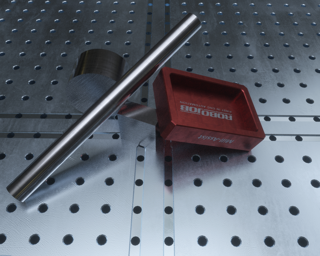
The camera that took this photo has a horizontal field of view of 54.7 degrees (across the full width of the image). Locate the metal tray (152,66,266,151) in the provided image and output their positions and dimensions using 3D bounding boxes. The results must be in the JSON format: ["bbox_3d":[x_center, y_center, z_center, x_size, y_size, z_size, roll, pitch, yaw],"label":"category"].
[{"bbox_3d":[0.060,-0.023,0.388,0.131,0.030,0.090,9,52,-23],"label":"metal tray"}]

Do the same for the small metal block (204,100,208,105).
[{"bbox_3d":[0.041,-0.036,0.438,0.050,0.025,0.050,5,50,4],"label":"small metal block"}]

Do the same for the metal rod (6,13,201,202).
[{"bbox_3d":[-0.059,-0.032,0.373,0.025,0.025,0.300,39,78,27],"label":"metal rod"}]

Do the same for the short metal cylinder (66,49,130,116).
[{"bbox_3d":[-0.081,-0.060,0.421,0.081,0.080,0.050,2,50,1],"label":"short metal cylinder"}]

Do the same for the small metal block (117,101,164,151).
[{"bbox_3d":[-0.024,-0.003,0.394,0.050,0.050,0.025,18,53,14],"label":"small metal block"}]
